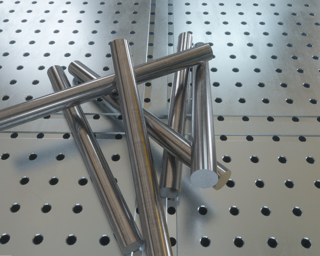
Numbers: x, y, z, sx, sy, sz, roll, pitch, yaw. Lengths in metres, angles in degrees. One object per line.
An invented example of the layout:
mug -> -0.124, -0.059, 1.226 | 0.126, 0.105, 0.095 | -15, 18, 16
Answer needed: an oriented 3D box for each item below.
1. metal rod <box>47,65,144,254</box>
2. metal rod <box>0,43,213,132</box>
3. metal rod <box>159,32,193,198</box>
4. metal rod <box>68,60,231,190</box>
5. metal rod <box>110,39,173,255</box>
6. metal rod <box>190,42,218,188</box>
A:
metal rod -> -0.094, 0.016, 0.393 | 0.025, 0.025, 0.300 | -21, 53, -17
metal rod -> -0.067, -0.057, 0.405 | 0.302, 0.025, 0.025 | -21, 53, -15
metal rod -> 0.027, -0.042, 0.442 | 0.025, 0.025, 0.300 | 5, 50, 4
metal rod -> -0.034, -0.020, 0.402 | 0.025, 0.025, 0.300 | -34, 51, -25
metal rod -> -0.022, 0.025, 0.340 | 0.025, 0.025, 0.299 | -9, 65, -8
metal rod -> 0.054, -0.043, 0.401 | 0.025, 0.025, 0.300 | 4, 37, 3
